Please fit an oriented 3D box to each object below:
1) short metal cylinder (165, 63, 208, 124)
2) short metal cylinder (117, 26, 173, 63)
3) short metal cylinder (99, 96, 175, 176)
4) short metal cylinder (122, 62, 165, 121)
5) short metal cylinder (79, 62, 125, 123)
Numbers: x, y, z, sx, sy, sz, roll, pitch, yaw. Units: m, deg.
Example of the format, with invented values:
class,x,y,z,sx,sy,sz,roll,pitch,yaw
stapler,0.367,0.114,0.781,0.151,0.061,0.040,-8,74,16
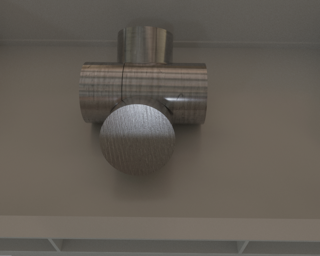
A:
class,x,y,z,sx,sy,sz,roll,pitch,yaw
short metal cylinder,0.032,-0.045,0.405,0.050,0.080,0.080,1,50,1
short metal cylinder,-0.021,-0.109,0.449,0.080,0.080,0.050,1,88,1
short metal cylinder,-0.024,0.007,0.352,0.080,0.079,0.050,0,16,0
short metal cylinder,-0.019,-0.045,0.405,0.050,0.080,0.080,1,50,1
short metal cylinder,-0.070,-0.046,0.405,0.050,0.080,0.080,1,50,1
